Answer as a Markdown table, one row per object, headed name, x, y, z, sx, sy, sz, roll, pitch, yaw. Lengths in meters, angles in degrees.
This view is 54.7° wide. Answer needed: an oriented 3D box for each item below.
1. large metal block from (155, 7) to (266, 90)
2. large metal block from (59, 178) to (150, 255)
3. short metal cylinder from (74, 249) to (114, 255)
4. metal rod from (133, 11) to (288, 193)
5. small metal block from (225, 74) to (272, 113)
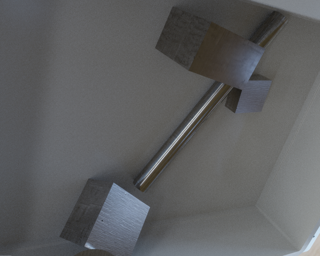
| name | x | y | z | sx | sy | sz | roll | pitch | yaw |
| --- | --- | --- | --- | --- | --- | --- | --- | --- | --- |
| large metal block | 0.054 | -0.090 | 0.349 | 0.081 | 0.080 | 0.050 | 12 | 112 | -34 |
| large metal block | -0.069 | 0.123 | 0.408 | 0.080 | 0.050 | 0.080 | 46 | 57 | -40 |
| short metal cylinder | -0.081 | 0.182 | 0.347 | 0.081 | 0.080 | 0.050 | 1 | 151 | -29 |
| metal rod | 0.065 | -0.030 | 0.426 | 0.025 | 0.025 | 0.299 | 33 | 100 | -39 |
| small metal block | 0.128 | -0.050 | 0.450 | 0.050 | 0.025 | 0.050 | -4 | 121 | -27 |
